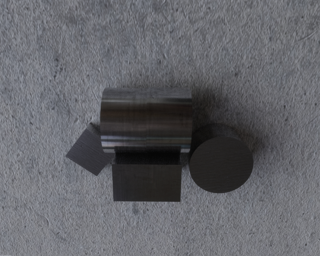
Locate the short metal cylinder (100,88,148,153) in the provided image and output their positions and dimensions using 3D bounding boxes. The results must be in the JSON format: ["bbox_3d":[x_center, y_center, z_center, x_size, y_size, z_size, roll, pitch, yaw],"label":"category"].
[{"bbox_3d":[-0.040,-0.009,0.378,0.050,0.080,0.079,1,110,0],"label":"short metal cylinder"}]

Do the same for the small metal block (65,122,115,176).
[{"bbox_3d":[-0.090,0.029,0.421,0.050,0.025,0.050,36,106,-13],"label":"small metal block"}]

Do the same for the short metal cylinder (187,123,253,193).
[{"bbox_3d":[0.077,0.039,0.412,0.081,0.050,0.079,0,110,0],"label":"short metal cylinder"}]

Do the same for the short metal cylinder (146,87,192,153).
[{"bbox_3d":[0.010,-0.010,0.379,0.050,0.080,0.079,1,110,0],"label":"short metal cylinder"}]

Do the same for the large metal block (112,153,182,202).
[{"bbox_3d":[-0.015,0.051,0.401,0.081,0.080,0.050,1,110,-1],"label":"large metal block"}]
